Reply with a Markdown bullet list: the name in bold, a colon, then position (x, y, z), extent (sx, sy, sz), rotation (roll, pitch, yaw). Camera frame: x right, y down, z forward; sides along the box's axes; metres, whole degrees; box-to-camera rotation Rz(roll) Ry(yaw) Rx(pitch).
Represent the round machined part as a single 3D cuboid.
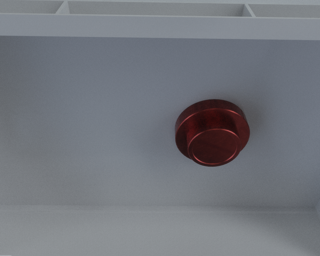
- **round machined part**: position (0.070, 0.014, 0.410), extent (0.099, 0.042, 0.097), rotation (0, 130, 0)
